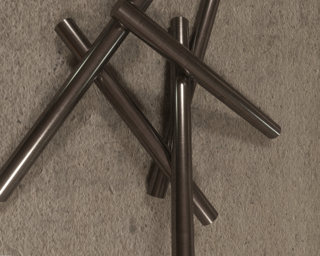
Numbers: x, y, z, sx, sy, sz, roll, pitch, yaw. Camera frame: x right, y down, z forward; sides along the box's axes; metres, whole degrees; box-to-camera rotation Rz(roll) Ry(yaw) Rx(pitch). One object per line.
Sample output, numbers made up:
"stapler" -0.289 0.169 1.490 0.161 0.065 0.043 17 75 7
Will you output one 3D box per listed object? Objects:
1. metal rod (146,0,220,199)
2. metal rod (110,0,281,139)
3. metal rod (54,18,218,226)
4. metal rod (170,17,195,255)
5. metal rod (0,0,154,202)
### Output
"metal rod" 0.035 -0.053 0.423 0.025 0.025 0.299 18 84 -20
"metal rod" 0.066 -0.059 0.396 0.301 0.025 0.025 31 80 -32
"metal rod" -0.025 -0.003 0.381 0.025 0.025 0.299 -38 96 -16
"metal rod" 0.026 -0.001 0.378 0.025 0.025 0.299 7 72 -20
"metal rod" -0.094 -0.047 0.346 0.025 0.025 0.299 36 89 -17
